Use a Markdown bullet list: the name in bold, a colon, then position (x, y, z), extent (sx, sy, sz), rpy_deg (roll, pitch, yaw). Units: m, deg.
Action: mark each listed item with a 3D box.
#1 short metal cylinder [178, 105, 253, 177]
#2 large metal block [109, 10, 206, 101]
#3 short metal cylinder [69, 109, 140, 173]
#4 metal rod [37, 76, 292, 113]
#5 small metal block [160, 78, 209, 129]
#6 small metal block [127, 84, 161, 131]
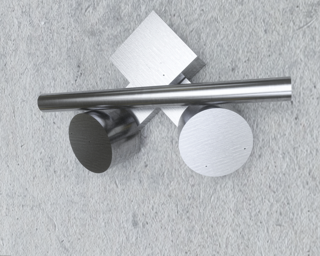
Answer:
- **short metal cylinder**: position (0.061, 0.009, 0.360), extent (0.080, 0.050, 0.079), rpy_deg (0, 108, 1)
- **large metal block**: position (-0.002, -0.085, 0.395), extent (0.080, 0.050, 0.080), rpy_deg (-44, 77, 14)
- **short metal cylinder**: position (-0.074, 0.013, 0.407), extent (0.080, 0.050, 0.079), rpy_deg (15, 115, 34)
- **metal rod**: position (-0.011, -0.036, 0.359), extent (0.301, 0.025, 0.025), rpy_deg (-1, 90, 19)
- **small metal block**: position (0.036, -0.027, 0.397), extent (0.050, 0.025, 0.050), rpy_deg (-45, 76, 14)
- **small metal block**: position (-0.032, -0.029, 0.422), extent (0.050, 0.025, 0.050), rpy_deg (-45, 76, 13)
